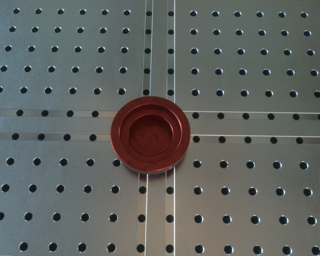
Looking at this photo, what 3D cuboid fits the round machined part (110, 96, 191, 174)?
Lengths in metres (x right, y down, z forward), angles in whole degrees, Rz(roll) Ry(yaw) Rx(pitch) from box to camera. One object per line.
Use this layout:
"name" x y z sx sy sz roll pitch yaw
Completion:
"round machined part" -0.011 0.012 0.398 0.099 0.042 0.098 0 70 0
